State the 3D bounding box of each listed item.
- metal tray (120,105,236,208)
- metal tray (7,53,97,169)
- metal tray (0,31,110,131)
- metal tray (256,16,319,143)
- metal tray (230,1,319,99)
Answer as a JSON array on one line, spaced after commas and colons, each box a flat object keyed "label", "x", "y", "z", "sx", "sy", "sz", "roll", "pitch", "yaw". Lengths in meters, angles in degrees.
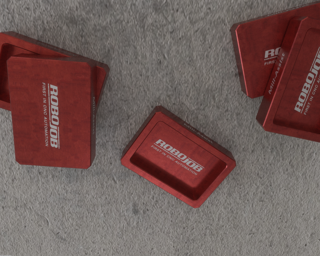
[{"label": "metal tray", "x": 0.025, "y": 0.041, "z": 0.422, "sx": 0.130, "sy": 0.030, "sz": 0.090, "roll": 33, "pitch": 107, "yaw": -12}, {"label": "metal tray", "x": -0.124, "y": -0.018, "z": 0.367, "sx": 0.091, "sy": 0.030, "sz": 0.129, "roll": 4, "pitch": 110, "yaw": -2}, {"label": "metal tray", "x": -0.139, "y": -0.055, "z": 0.385, "sx": 0.131, "sy": 0.030, "sz": 0.089, "roll": 18, "pitch": 109, "yaw": -7}, {"label": "metal tray", "x": 0.177, "y": -0.052, "z": 0.356, "sx": 0.091, "sy": 0.030, "sz": 0.129, "roll": 12, "pitch": 110, "yaw": -5}, {"label": "metal tray", "x": 0.159, "y": -0.096, "z": 0.373, "sx": 0.131, "sy": 0.030, "sz": 0.089, "roll": -14, "pitch": 110, "yaw": 5}]
